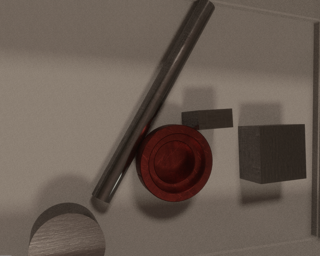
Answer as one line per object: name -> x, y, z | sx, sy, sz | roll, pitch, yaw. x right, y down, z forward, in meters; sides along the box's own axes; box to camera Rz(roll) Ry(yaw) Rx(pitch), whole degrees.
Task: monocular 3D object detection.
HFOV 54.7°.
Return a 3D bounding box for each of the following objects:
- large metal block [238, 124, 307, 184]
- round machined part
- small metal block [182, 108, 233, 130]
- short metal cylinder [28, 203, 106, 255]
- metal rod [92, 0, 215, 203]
large metal block -> 0.166, 0.035, 0.461 | 0.081, 0.050, 0.079 | -3, 91, -20
round machined part -> 0.015, 0.044, 0.407 | 0.099, 0.042, 0.097 | -1, 93, -19
small metal block -> 0.064, -0.012, 0.422 | 0.050, 0.050, 0.025 | -4, 91, -21
short metal cylinder -> -0.108, 0.132, 0.358 | 0.081, 0.050, 0.079 | 0, 90, -21
metal rod -> -0.004, -0.042, 0.409 | 0.025, 0.025, 0.299 | 31, 80, -18
